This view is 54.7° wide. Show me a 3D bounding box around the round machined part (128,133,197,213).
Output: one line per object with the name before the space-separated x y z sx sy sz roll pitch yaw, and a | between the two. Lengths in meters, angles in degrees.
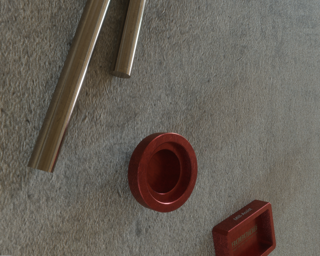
round machined part | -0.001 0.054 0.395 0.099 0.042 0.097 0 90 -40

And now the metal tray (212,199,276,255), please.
metal tray | 0.147 0.188 0.528 0.131 0.030 0.089 -16 101 -39

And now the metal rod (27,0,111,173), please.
metal rod | -0.080 -0.100 0.338 0.025 0.025 0.299 25 74 -38

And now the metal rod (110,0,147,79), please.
metal rod | -0.019 -0.208 0.389 0.025 0.025 0.299 18 79 -39
